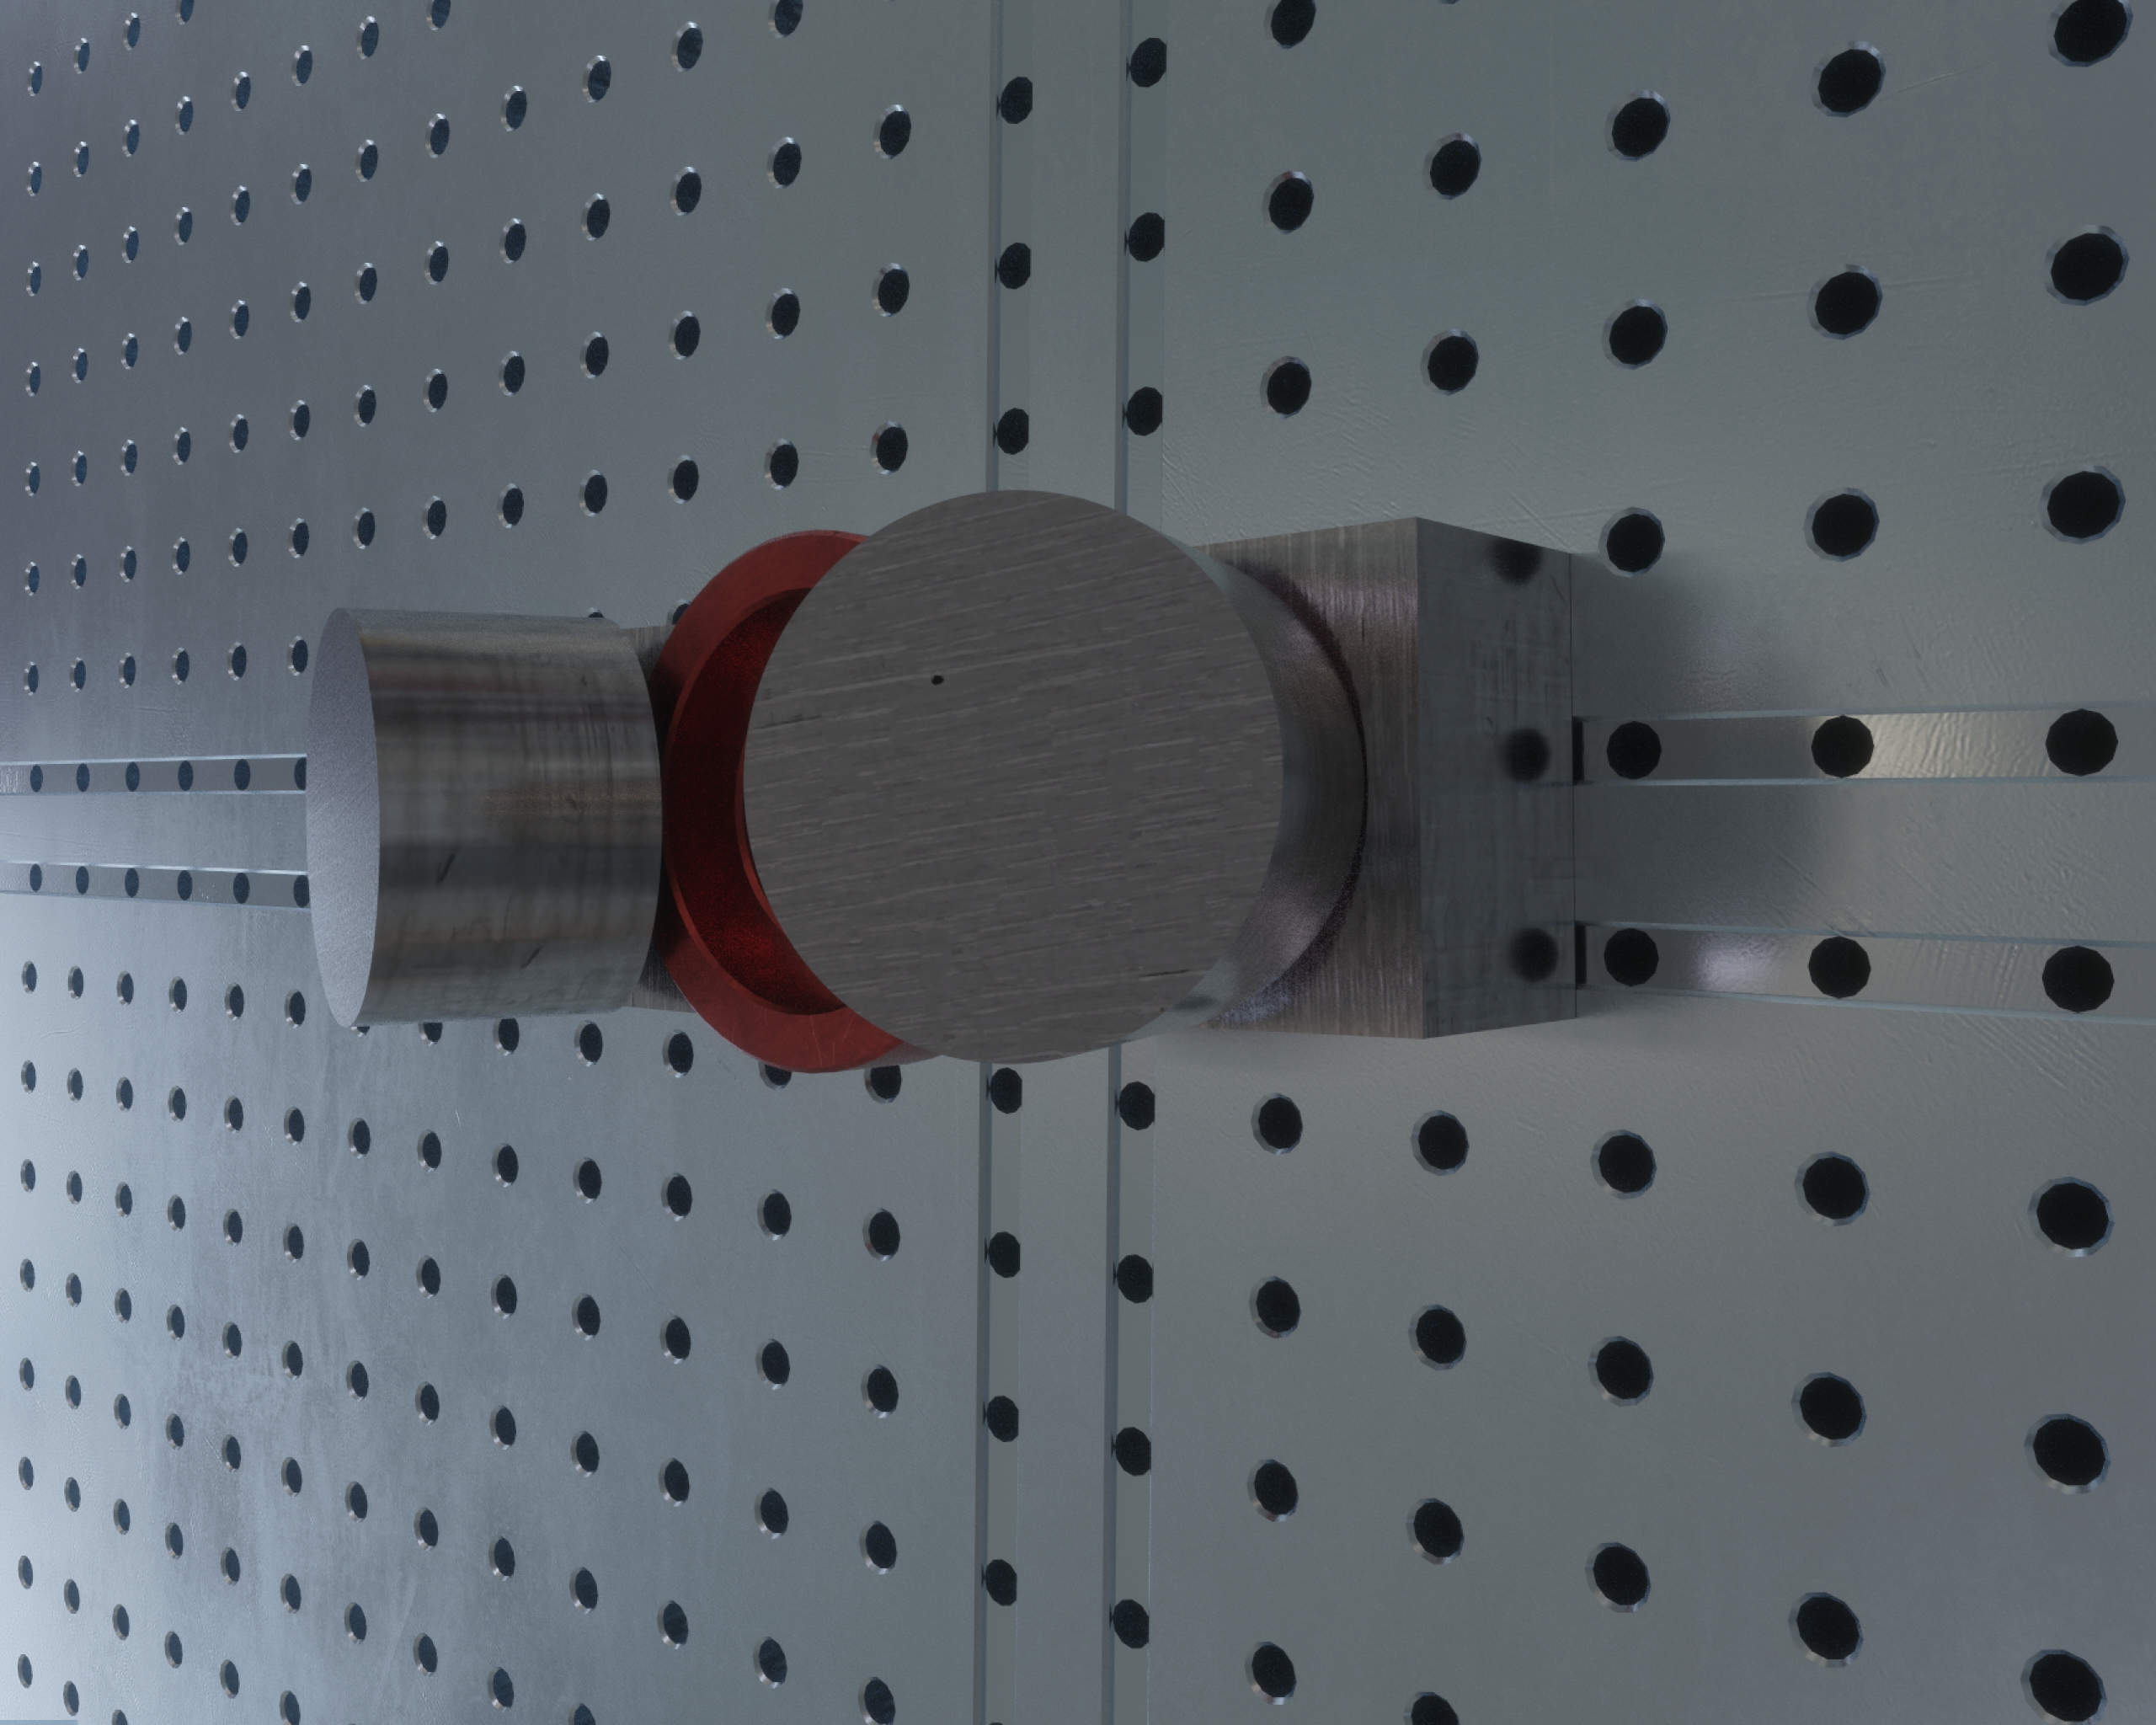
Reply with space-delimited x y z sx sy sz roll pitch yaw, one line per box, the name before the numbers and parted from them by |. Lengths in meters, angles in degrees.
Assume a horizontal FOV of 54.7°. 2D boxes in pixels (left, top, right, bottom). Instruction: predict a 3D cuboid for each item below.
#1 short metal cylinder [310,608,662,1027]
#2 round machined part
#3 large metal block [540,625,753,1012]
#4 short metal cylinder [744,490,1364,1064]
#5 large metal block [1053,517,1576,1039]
short metal cylinder | -0.118 -0.009 0.409 0.080 0.050 0.079 4 94 61
round machined part | -0.036 -0.011 0.390 0.098 0.042 0.097 0 90 40
large metal block | -0.077 -0.010 0.457 0.080 0.050 0.080 1 91 40
short metal cylinder | -0.002 -0.012 0.313 0.080 0.050 0.080 0 90 20
large metal block | 0.037 -0.013 0.362 0.080 0.050 0.080 -1 90 40
